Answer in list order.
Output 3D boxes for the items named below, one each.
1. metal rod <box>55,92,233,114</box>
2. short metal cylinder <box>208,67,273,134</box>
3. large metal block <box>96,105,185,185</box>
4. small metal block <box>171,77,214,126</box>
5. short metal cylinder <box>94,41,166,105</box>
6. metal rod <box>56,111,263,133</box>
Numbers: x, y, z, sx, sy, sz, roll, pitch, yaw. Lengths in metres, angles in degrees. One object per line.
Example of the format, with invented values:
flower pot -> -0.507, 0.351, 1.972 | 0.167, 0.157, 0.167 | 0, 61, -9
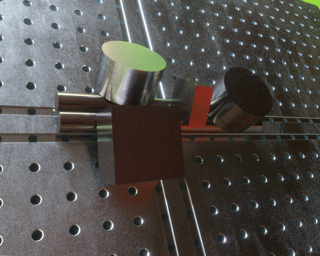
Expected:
metal rod -> 0.014, -0.028, 0.428 | 0.303, 0.025, 0.025 | 0, 62, -28
short metal cylinder -> 0.110, -0.039, 0.439 | 0.081, 0.050, 0.080 | 14, 56, -21
large metal block -> -0.023, 0.019, 0.346 | 0.081, 0.050, 0.080 | -1, 82, -29
small metal block -> 0.039, -0.034, 0.393 | 0.025, 0.050, 0.050 | 1, 19, -28
short metal cylinder -> -0.038, -0.069, 0.391 | 0.081, 0.050, 0.080 | 15, 33, -9
metal rod -> 0.020, -0.006, 0.418 | 0.303, 0.025, 0.025 | 0, 62, -28
